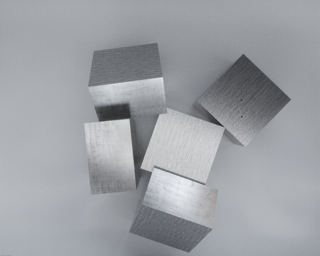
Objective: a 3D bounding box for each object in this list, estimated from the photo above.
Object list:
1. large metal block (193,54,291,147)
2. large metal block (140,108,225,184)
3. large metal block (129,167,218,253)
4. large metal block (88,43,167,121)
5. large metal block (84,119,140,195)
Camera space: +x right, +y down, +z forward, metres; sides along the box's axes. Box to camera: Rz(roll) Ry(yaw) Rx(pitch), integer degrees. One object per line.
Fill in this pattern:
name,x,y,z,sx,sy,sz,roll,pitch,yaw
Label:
large metal block,0.102,-0.034,0.399,0.080,0.050,0.080,44,90,-1
large metal block,0.028,0.024,0.399,0.080,0.050,0.080,19,90,-1
large metal block,0.015,0.102,0.376,0.080,0.079,0.050,20,48,-2
large metal block,-0.037,-0.057,0.376,0.081,0.080,0.050,-7,132,0
large metal block,-0.055,0.032,0.382,0.050,0.080,0.079,-6,90,0
